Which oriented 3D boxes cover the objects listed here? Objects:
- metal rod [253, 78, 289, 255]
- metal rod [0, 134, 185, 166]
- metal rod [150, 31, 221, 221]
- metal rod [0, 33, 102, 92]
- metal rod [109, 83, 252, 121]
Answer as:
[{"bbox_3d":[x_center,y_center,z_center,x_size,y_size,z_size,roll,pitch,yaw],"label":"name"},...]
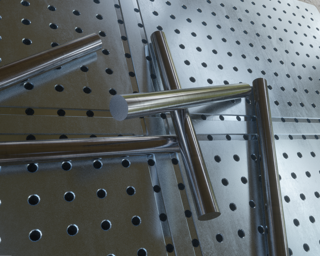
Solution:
[{"bbox_3d":[0.165,0.042,0.473,0.025,0.025,0.300,19,54,-18],"label":"metal rod"},{"bbox_3d":[-0.103,0.024,0.338,0.303,0.025,0.025,-2,63,-29],"label":"metal rod"},{"bbox_3d":[0.025,-0.026,0.413,0.025,0.025,0.299,6,51,-26],"label":"metal rod"},{"bbox_3d":[-0.184,-0.050,0.340,0.025,0.025,0.302,49,51,5],"label":"metal rod"},{"bbox_3d":[0.053,-0.042,0.412,0.302,0.025,0.025,-14,68,-51],"label":"metal rod"}]
